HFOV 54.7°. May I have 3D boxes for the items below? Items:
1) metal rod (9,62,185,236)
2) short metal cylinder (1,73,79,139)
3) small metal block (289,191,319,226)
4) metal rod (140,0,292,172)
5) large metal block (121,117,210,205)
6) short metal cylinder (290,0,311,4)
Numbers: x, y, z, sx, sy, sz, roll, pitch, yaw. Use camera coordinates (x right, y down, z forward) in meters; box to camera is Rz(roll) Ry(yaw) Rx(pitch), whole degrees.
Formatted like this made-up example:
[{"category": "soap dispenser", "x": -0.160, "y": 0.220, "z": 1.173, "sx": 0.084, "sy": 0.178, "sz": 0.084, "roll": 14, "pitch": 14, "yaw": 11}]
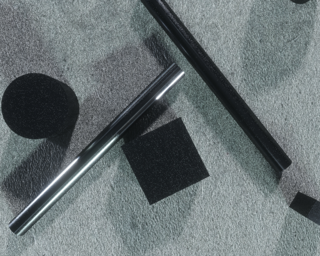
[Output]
[{"category": "metal rod", "x": -0.082, "y": 0.027, "z": 0.409, "sx": 0.300, "sy": 0.025, "sz": 0.025, "roll": -45, "pitch": 90, "yaw": 0}, {"category": "short metal cylinder", "x": -0.150, "y": -0.026, "z": 0.396, "sx": 0.081, "sy": 0.050, "sz": 0.080, "roll": 0, "pitch": 90, "yaw": 0}, {"category": "small metal block", "x": 0.205, "y": 0.110, "z": 0.399, "sx": 0.050, "sy": 0.050, "sz": 0.025, "roll": 31, "pitch": 90, "yaw": 0}, {"category": "metal rod", "x": 0.071, "y": -0.066, "z": 0.410, "sx": 0.025, "sy": 0.025, "sz": 0.300, "roll": -38, "pitch": 90, "yaw": 0}, {"category": "large metal block", "x": 0.006, "y": 0.040, "z": 0.398, "sx": 0.080, "sy": 0.050, "sz": 0.080, "roll": -26, "pitch": 90, "yaw": 0}, {"category": "short metal cylinder", "x": 0.186, "y": -0.204, "z": 0.384, "sx": 0.050, "sy": 0.080, "sz": 0.080, "roll": -30, "pitch": 90, "yaw": 0}]
